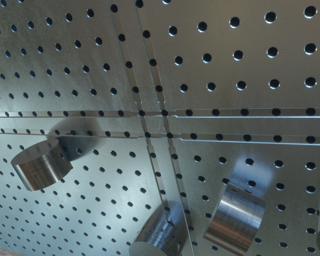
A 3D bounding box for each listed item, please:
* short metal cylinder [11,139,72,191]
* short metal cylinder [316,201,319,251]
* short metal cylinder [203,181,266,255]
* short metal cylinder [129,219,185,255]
[{"bbox_3d":[-0.195,0.059,0.512,0.080,0.080,0.050,-7,115,31],"label":"short metal cylinder"},{"bbox_3d":[0.222,0.115,0.349,0.080,0.050,0.079,13,124,20],"label":"short metal cylinder"},{"bbox_3d":[0.095,0.116,0.397,0.050,0.080,0.079,24,127,13],"label":"short metal cylinder"},{"bbox_3d":[-0.005,0.202,0.521,0.080,0.050,0.079,13,124,20],"label":"short metal cylinder"}]
